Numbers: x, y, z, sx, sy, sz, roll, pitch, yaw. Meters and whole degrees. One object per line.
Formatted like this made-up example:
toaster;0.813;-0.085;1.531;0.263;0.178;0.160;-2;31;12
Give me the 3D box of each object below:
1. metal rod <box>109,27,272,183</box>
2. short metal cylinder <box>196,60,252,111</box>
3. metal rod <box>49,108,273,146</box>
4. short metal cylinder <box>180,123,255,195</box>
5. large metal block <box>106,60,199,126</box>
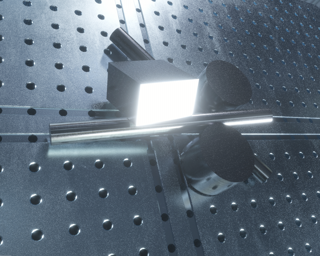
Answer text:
metal rod;0.043;-0.034;0.448;0.300;0.025;0.025;44;51;2
short metal cylinder;0.091;-0.056;0.471;0.081;0.050;0.080;14;56;-21
metal rod;0.019;-0.005;0.396;0.303;0.025;0.025;-5;64;-24
short metal cylinder;0.074;0.041;0.402;0.081;0.050;0.080;14;56;-21
large metal block;-0.012;-0.048;0.387;0.081;0.050;0.080;-11;33;-32
